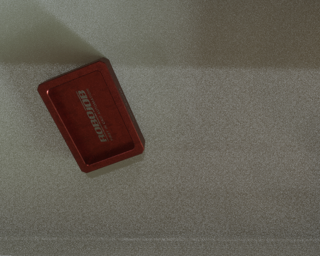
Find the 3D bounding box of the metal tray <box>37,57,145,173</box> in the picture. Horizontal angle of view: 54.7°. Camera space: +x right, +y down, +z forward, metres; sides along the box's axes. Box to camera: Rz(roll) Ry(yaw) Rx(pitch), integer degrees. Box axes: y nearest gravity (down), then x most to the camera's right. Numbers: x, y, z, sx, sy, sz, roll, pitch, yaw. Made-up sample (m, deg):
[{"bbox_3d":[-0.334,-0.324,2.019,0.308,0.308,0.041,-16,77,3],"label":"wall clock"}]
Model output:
[{"bbox_3d":[-0.085,-0.014,0.402,0.090,0.030,0.129,-20,109,7],"label":"metal tray"}]
